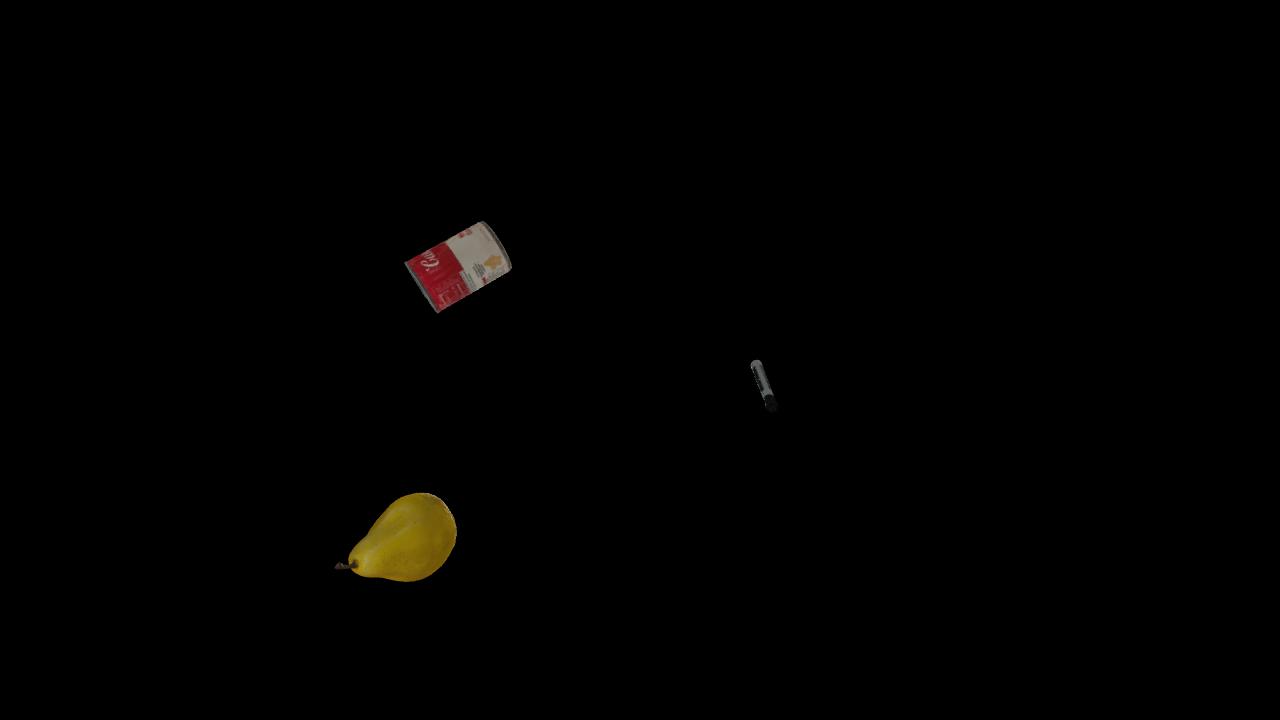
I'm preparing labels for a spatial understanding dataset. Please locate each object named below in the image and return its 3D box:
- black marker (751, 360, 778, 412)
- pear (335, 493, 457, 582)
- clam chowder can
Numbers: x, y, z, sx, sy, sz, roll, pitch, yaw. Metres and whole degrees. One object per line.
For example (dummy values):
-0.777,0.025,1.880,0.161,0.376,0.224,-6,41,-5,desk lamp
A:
0.194,0.040,0.964,0.020,0.020,0.121,0,34,-4,black marker
-0.216,0.166,0.536,0.080,0.080,0.111,0,15,32,pear
-0.209,-0.108,0.713,0.102,0.068,0.068,-33,9,-15,clam chowder can
